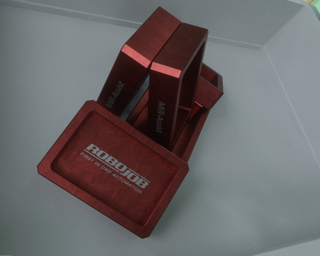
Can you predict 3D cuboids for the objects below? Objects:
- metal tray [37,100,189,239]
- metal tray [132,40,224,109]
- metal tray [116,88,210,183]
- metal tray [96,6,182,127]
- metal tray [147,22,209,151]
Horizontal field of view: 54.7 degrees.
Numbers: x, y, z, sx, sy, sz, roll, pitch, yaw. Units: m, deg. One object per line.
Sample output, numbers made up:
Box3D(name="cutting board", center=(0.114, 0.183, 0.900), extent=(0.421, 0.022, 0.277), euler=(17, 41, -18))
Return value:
Box3D(name="metal tray", center=(-0.046, 0.043, 0.328), extent=(0.130, 0.030, 0.090), euler=(35, 75, -6))
Box3D(name="metal tray", center=(0.030, -0.088, 0.450), extent=(0.130, 0.030, 0.090), euler=(34, 26, -6))
Box3D(name="metal tray", center=(0.005, -0.003, 0.406), extent=(0.090, 0.030, 0.130), euler=(34, 51, -6))
Box3D(name="metal tray", center=(-0.031, -0.065, 0.359), extent=(0.030, 0.129, 0.090), euler=(34, 51, -5))
Box3D(name="metal tray", center=(0.018, -0.041, 0.357), extent=(0.030, 0.129, 0.090), euler=(20, 50, 12))
